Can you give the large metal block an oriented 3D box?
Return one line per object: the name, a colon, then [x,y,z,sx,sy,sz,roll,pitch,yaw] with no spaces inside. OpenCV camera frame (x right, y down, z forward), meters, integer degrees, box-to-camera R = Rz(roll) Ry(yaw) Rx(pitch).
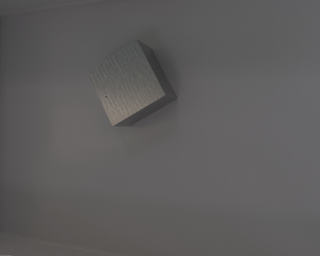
large metal block: [-0.036,-0.056,0.410,0.080,0.050,0.080,-29,81,17]
